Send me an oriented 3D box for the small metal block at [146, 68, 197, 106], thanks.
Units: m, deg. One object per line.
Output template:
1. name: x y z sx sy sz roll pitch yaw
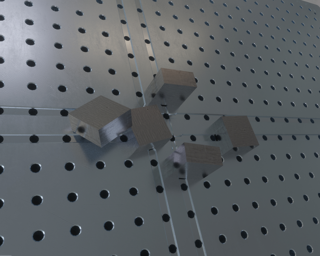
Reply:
1. small metal block: 0.015 -0.056 0.434 0.050 0.050 0.025 3 61 -27

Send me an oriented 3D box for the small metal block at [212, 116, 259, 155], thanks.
1. small metal block: 0.112 0.010 0.462 0.050 0.025 0.050 -2 63 -29

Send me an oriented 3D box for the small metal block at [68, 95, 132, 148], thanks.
1. small metal block: -0.069 -0.009 0.362 0.050 0.025 0.050 25 45 30

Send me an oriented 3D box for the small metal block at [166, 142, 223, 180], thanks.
1. small metal block: 0.042 0.043 0.388 0.050 0.050 0.025 9 58 -24

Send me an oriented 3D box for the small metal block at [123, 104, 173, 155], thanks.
1. small metal block: -0.020 0.001 0.397 0.050 0.025 0.050 -14 69 -34
